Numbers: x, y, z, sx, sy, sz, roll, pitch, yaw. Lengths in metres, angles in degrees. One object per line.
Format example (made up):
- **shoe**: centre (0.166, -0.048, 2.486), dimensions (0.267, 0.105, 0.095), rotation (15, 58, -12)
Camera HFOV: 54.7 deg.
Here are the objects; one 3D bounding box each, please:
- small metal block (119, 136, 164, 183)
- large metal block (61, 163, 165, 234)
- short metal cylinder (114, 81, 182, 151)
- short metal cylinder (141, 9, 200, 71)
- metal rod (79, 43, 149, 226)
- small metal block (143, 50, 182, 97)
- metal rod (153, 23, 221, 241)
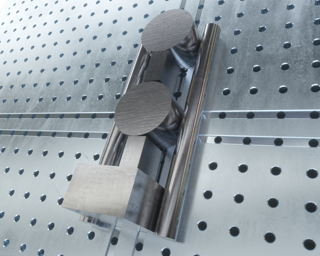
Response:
- **small metal block**: centre (-0.022, 0.043, 0.377), dimensions (0.025, 0.050, 0.050), rotation (0, 62, 28)
- **large metal block**: centre (-0.046, 0.080, 0.348), dimensions (0.080, 0.080, 0.050), rotation (1, 62, 28)
- **short metal cylinder**: centre (-0.012, -0.014, 0.407), dimensions (0.080, 0.050, 0.080), rotation (-13, 56, 21)
- **short metal cylinder**: centre (0.019, -0.129, 0.461), dimensions (0.080, 0.050, 0.080), rotation (-13, 56, 21)
- **metal rod**: centre (-0.052, -0.014, 0.443), dimensions (0.025, 0.025, 0.300), rotation (1, 62, 29)
- **small metal block**: centre (0.005, -0.072, 0.432), dimensions (0.025, 0.050, 0.050), rotation (1, 62, 29)
- **metal rod**: centre (0.041, -0.014, 0.394), dimensions (0.025, 0.025, 0.300), rotation (1, 62, 29)
